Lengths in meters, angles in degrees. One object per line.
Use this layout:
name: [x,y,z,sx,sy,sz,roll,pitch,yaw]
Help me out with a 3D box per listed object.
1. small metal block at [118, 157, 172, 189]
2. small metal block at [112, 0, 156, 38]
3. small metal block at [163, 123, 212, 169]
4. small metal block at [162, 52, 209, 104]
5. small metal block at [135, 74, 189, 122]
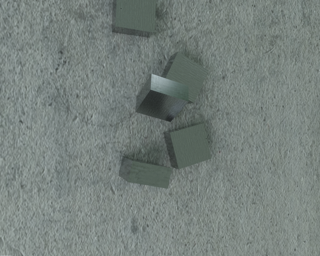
small metal block: [-0.020,0.055,0.388,0.050,0.050,0.025,14,86,-20]
small metal block: [-0.034,-0.147,0.396,0.050,0.025,0.050,3,89,-20]
small metal block: [0.037,0.024,0.423,0.050,0.025,0.050,-15,95,-20]
small metal block: [0.030,-0.067,0.420,0.050,0.025,0.050,28,81,-18]
small metal block: [0.002,-0.037,0.393,0.050,0.050,0.025,15,55,-20]
